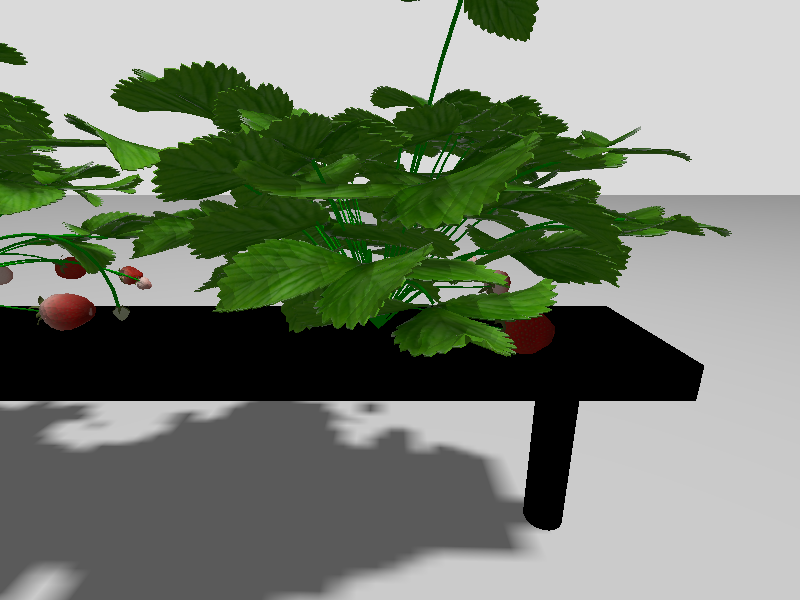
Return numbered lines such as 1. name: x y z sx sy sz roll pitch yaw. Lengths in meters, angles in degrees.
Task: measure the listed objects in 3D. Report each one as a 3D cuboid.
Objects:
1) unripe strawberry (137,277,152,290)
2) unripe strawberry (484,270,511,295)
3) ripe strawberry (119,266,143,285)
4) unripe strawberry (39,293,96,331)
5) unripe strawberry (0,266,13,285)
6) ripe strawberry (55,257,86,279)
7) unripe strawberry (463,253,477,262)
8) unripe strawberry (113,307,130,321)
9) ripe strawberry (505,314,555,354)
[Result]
1. unripe strawberry: -0.320 -0.020 0.503 0.015 0.016 0.016 17 -13 45
2. unripe strawberry: 0.115 -0.019 0.465 0.032 0.033 0.029 -11 20 -35
3. ripe strawberry: -0.351 -0.032 0.525 0.027 0.024 0.024 12 14 34
4. unripe strawberry: -0.300 0.010 0.364 0.039 0.033 0.039 1 17 1
5. unripe strawberry: -0.523 -0.033 0.520 0.032 0.027 0.032 -5 17 -17
6. ripe strawberry: -0.451 -0.043 0.552 0.034 0.030 0.034 2 -12 5
7. unripe strawberry: 0.093 -0.046 0.547 0.033 0.037 0.036 10 19 30
8. unripe strawberry: -0.226 0.012 0.325 0.011 0.011 0.010 3 17 9
9. ripe strawberry: 0.099 0.024 0.310 0.038 0.040 0.035 9 19 25
